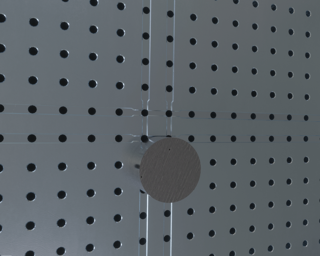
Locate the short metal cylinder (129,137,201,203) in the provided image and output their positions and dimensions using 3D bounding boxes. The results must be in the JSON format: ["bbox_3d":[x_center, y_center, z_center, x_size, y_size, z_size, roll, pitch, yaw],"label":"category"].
[{"bbox_3d":[0.005,0.051,0.401,0.081,0.050,0.080,0,90,-20],"label":"short metal cylinder"}]
